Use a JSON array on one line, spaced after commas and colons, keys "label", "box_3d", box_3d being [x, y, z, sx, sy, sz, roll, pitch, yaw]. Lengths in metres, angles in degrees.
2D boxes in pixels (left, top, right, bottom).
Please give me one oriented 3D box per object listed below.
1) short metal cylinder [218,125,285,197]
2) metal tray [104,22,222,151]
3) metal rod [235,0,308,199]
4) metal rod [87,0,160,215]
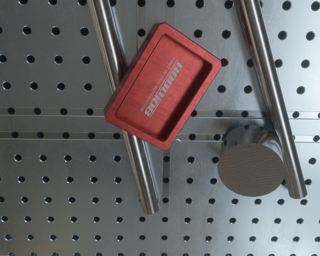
[{"label": "short metal cylinder", "box_3d": [0.119, 0.043, 0.406, 0.080, 0.050, 0.079, 7, 117, 14]}, {"label": "metal tray", "box_3d": [0.002, -0.048, 0.376, 0.090, 0.030, 0.129, 29, 99, -20]}, {"label": "metal rod", "box_3d": [0.148, -0.035, 0.402, 0.025, 0.025, 0.299, -20, 109, 7]}, {"label": "metal rod", "box_3d": [-0.043, -0.017, 0.406, 0.025, 0.025, 0.298, -11, 110, 3]}]
